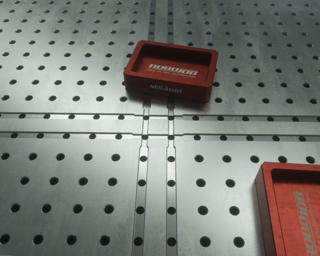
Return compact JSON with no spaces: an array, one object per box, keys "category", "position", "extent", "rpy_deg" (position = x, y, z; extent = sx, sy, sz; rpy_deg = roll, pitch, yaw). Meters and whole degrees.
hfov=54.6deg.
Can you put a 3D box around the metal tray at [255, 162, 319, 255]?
[{"category":"metal tray","position":[0.155,0.099,0.321],"extent":[0.090,0.030,0.130],"rpy_deg":[3,50,3]}]

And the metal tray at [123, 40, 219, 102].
[{"category":"metal tray","position":[0.019,-0.091,0.480],"extent":[0.130,0.030,0.090],"rpy_deg":[10,51,8]}]
